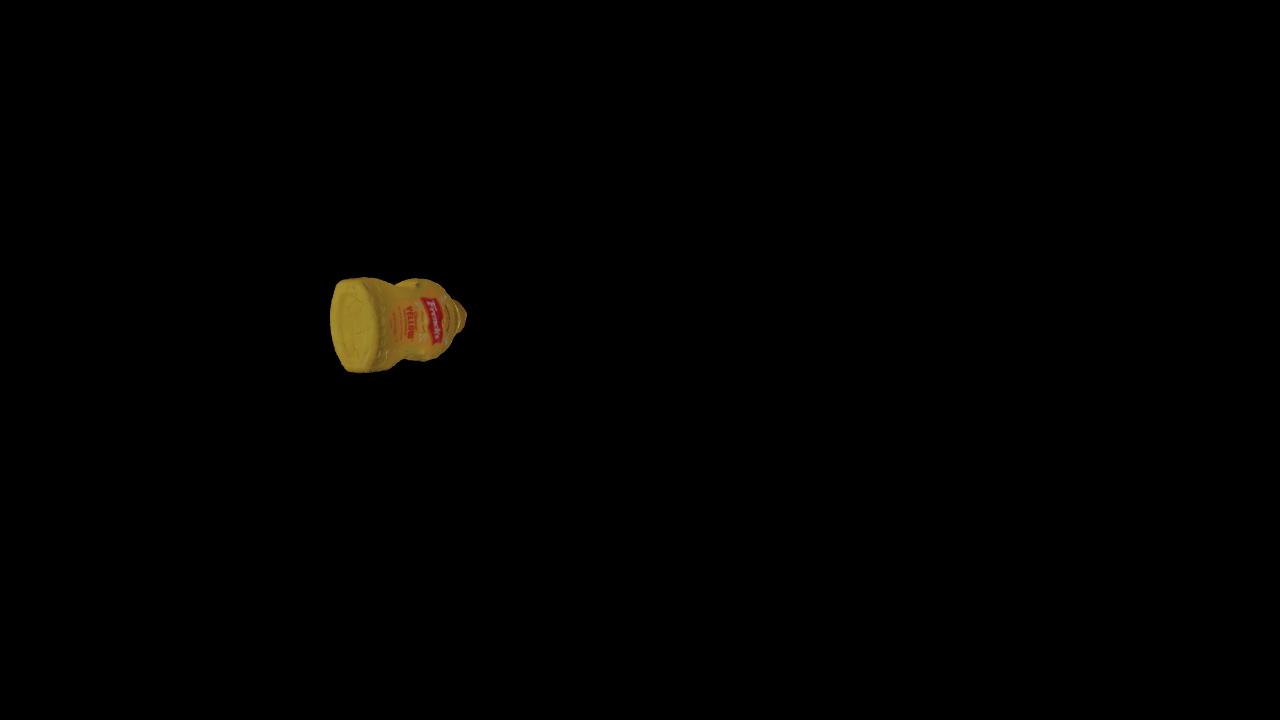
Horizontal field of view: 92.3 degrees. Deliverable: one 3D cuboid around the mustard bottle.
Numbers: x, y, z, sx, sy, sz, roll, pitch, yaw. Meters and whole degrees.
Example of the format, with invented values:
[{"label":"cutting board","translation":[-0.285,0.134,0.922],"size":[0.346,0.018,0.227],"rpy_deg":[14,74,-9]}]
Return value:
[{"label":"mustard bottle","translation":[-0.242,-0.042,0.656],"size":[0.054,0.092,0.184],"rpy_deg":[-6,5,17]}]
